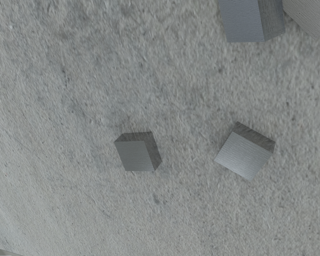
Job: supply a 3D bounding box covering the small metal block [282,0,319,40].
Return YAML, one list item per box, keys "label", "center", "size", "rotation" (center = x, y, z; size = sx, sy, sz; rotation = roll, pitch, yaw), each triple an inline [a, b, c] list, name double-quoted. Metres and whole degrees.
- label: "small metal block"
  center: [0.136, -0.114, 0.265]
  size: [0.050, 0.025, 0.050]
  rotation: [43, 129, -2]

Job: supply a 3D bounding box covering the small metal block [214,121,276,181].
- label: "small metal block"
  center: [0.101, 0.028, 0.371]
  size: [0.050, 0.025, 0.050]
  rotation: [30, 128, 8]

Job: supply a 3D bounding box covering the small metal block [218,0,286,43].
- label: "small metal block"
  center: [0.082, -0.107, 0.281]
  size: [0.050, 0.025, 0.050]
  rotation: [26, 140, 60]

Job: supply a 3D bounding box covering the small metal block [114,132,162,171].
- label: "small metal block"
  center: [-0.031, 0.034, 0.443]
  size: [0.050, 0.025, 0.050]
  rotation: [-4, 117, 29]
